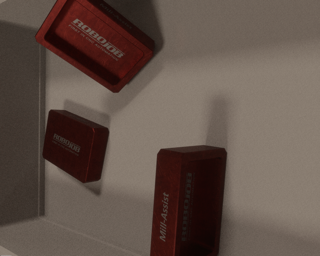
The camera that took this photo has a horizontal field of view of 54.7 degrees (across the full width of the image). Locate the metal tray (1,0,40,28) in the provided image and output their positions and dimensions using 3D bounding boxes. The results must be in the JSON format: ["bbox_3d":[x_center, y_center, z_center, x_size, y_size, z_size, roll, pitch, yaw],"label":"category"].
[{"bbox_3d":[-0.278,-0.281,0.631,0.090,0.030,0.129,34,111,34],"label":"metal tray"}]

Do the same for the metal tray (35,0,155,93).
[{"bbox_3d":[-0.083,-0.115,0.410,0.090,0.130,0.030,-41,28,32],"label":"metal tray"}]

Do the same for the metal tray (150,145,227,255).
[{"bbox_3d":[0.033,0.086,0.335,0.030,0.091,0.129,7,94,39],"label":"metal tray"}]

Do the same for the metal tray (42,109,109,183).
[{"bbox_3d":[-0.145,0.027,0.520,0.130,0.030,0.089,20,102,38],"label":"metal tray"}]
